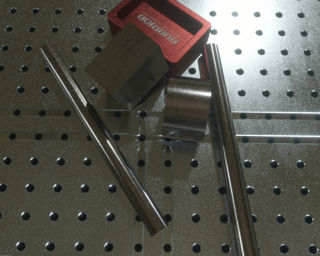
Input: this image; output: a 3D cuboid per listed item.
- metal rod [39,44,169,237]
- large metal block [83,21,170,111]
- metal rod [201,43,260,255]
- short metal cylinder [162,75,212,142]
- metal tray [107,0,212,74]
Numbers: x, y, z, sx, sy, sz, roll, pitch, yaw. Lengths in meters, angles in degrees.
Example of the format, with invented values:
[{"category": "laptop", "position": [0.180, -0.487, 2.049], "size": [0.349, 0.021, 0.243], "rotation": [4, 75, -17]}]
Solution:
[{"category": "metal rod", "position": [-0.082, 0.004, 0.409], "size": [0.025, 0.025, 0.299], "rotation": [-32, 73, -11]}, {"category": "large metal block", "position": [-0.039, -0.076, 0.400], "size": [0.050, 0.080, 0.080], "rotation": [43, 90, 13]}, {"category": "metal rod", "position": [0.089, 0.022, 0.404], "size": [0.025, 0.025, 0.299], "rotation": [-6, 70, -2]}, {"category": "short metal cylinder", "position": [0.033, -0.024, 0.392], "size": [0.050, 0.080, 0.080], "rotation": [8, 70, 2]}, {"category": "metal tray", "position": [-0.001, -0.152, 0.464], "size": [0.130, 0.030, 0.090], "rotation": [38, 74, 12]}]
